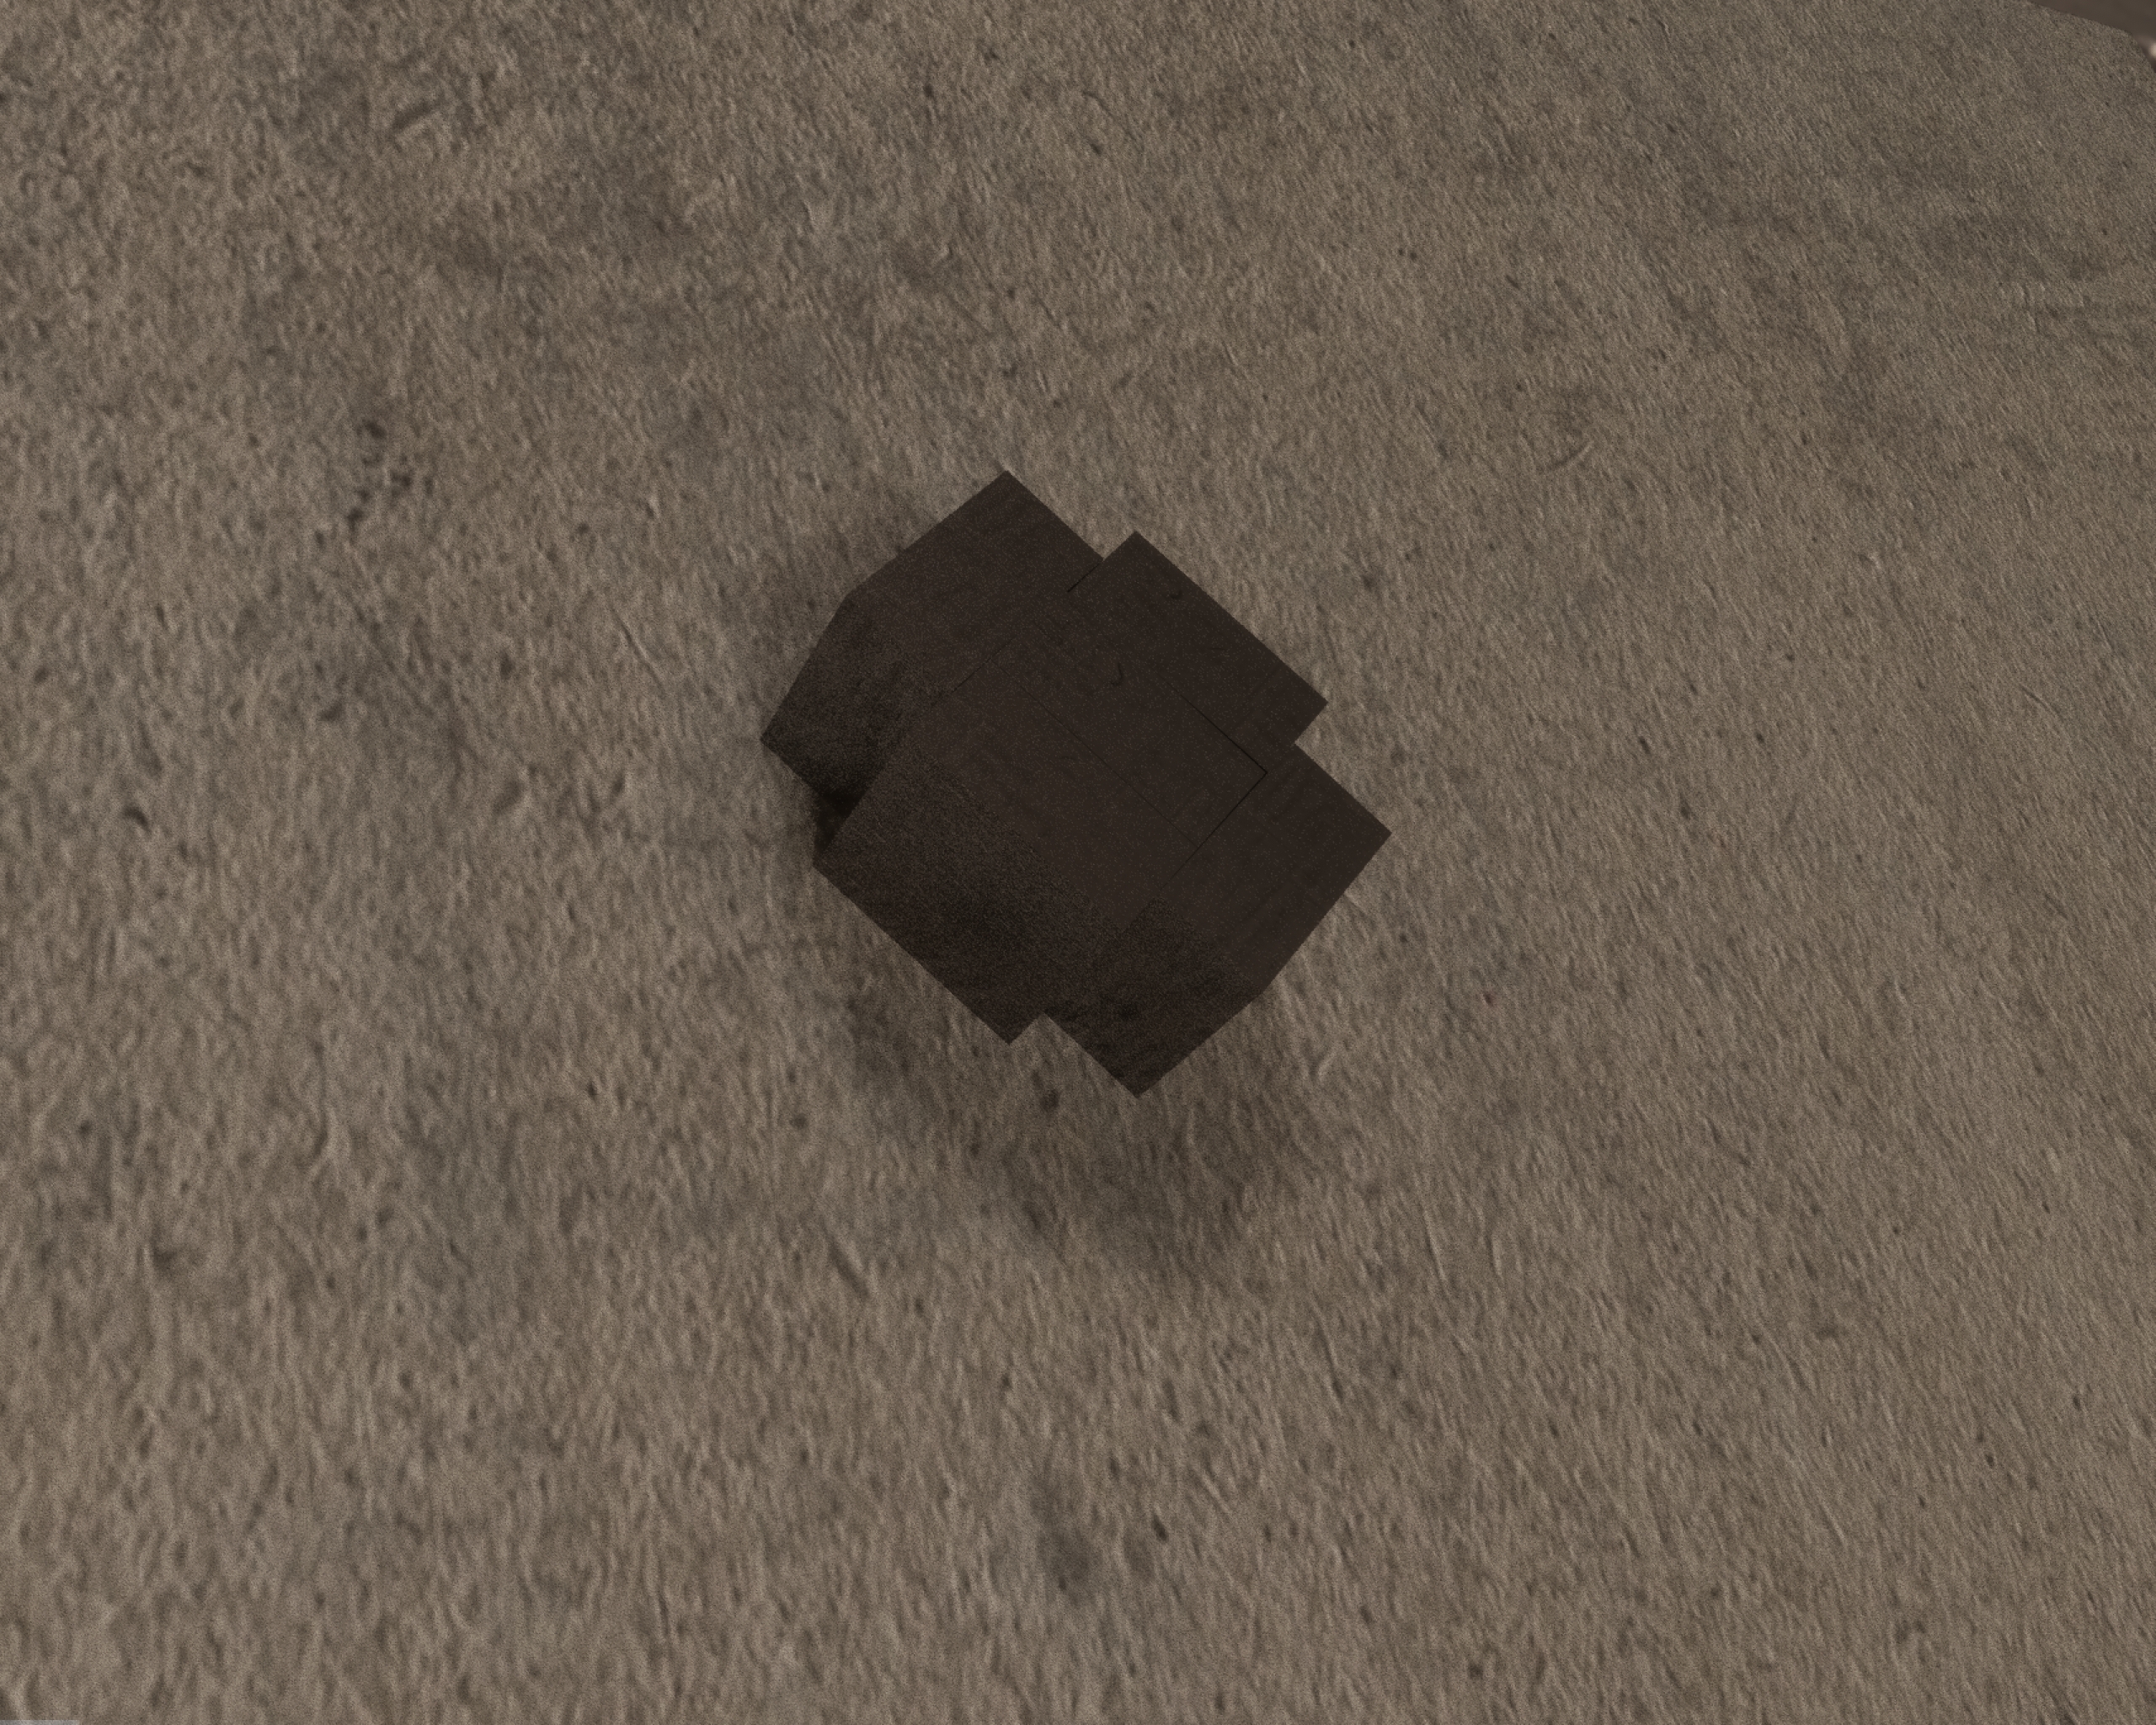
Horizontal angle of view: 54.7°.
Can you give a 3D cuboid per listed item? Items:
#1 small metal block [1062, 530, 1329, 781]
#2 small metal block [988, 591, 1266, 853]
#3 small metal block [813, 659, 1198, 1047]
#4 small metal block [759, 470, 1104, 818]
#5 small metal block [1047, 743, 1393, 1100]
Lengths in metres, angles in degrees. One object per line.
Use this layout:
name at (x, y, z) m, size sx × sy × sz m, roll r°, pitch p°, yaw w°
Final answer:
small metal block at (0.013, -0.029, 0.415) m, size 0.050 × 0.050 × 0.025 m, roll 42°, pitch 51°, yaw 0°
small metal block at (-0.001, -0.015, 0.399) m, size 0.050 × 0.050 × 0.025 m, roll 43°, pitch 51°, yaw 0°
small metal block at (-0.014, -0.001, 0.383) m, size 0.050 × 0.050 × 0.025 m, roll 43°, pitch 51°, yaw 0°
small metal block at (-0.028, -0.041, 0.399) m, size 0.025 × 0.050 × 0.050 m, roll 43°, pitch 51°, yaw 1°
small metal block at (0.026, 0.011, 0.397) m, size 0.025 × 0.050 × 0.050 m, roll 43°, pitch 51°, yaw 1°
